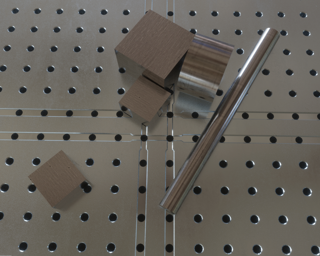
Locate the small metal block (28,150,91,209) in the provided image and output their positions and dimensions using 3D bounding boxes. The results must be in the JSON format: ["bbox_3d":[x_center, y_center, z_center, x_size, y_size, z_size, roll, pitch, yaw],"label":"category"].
[{"bbox_3d":[-0.125,0.065,0.387,0.050,0.025,0.050,-41,75,-14],"label":"small metal block"}]

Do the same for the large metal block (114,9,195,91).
[{"bbox_3d":[-0.004,-0.106,0.437,0.080,0.050,0.080,33,73,11],"label":"large metal block"}]

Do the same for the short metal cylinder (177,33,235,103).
[{"bbox_3d":[0.060,-0.079,0.412,0.050,0.080,0.080,21,72,7],"label":"short metal cylinder"}]

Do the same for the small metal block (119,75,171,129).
[{"bbox_3d":[-0.020,-0.036,0.425,0.050,0.025,0.050,33,73,11],"label":"small metal block"}]

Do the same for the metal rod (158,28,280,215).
[{"bbox_3d":[0.088,-0.021,0.419,0.025,0.025,0.300,30,73,10],"label":"metal rod"}]
